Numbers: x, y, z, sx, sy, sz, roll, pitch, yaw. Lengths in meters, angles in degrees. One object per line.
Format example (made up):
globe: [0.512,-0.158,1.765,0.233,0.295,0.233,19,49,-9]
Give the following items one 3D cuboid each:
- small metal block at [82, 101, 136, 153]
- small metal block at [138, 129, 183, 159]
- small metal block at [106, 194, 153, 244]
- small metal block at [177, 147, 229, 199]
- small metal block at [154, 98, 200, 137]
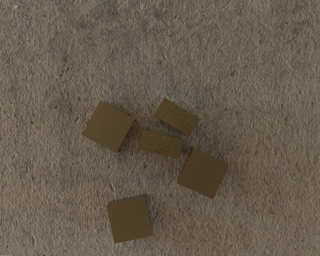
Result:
small metal block: [-0.066,-0.001,0.409,0.050,0.025,0.050,29,90,0]
small metal block: [0.001,0.019,0.397,0.050,0.050,0.025,14,90,0]
small metal block: [-0.039,0.119,0.410,0.050,0.025,0.050,-12,90,0]
small metal block: [0.056,0.059,0.410,0.050,0.025,0.050,24,90,0]
small metal block: [0.021,-0.013,0.397,0.050,0.050,0.025,31,90,0]
